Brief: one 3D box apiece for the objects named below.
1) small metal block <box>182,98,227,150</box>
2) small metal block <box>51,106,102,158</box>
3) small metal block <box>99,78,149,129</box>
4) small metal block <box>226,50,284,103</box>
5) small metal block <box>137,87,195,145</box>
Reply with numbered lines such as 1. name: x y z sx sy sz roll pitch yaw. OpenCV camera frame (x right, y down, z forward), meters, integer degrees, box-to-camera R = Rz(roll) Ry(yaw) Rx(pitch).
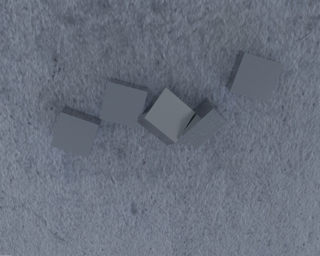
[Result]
1. small metal block: 0.053 -0.007 0.395 0.050 0.050 0.025 -43 105 14
2. small metal block: -0.110 0.005 0.410 0.050 0.025 0.050 20 109 -8
3. small metal block: -0.046 -0.032 0.397 0.050 0.025 0.050 14 109 -6
4. small metal block: 0.117 -0.065 0.388 0.050 0.025 0.050 15 109 -6
5. small metal block: 0.008 -0.014 0.391 0.050 0.025 0.050 39 67 -15
